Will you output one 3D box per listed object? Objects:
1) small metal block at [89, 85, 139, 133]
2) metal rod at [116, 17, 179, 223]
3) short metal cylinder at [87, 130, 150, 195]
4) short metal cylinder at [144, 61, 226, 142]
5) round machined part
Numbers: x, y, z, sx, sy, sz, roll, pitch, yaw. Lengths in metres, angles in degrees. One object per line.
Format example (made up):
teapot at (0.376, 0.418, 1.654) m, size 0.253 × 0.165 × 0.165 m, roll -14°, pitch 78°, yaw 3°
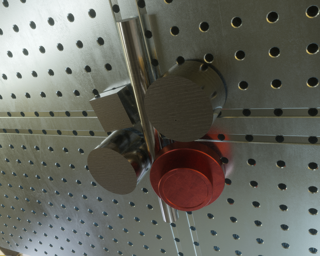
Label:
small metal block at (-0.060, -0.025, 0.422) m, size 0.050 × 0.025 × 0.050 m, roll -12°, pitch 113°, yaw 33°
metal rod at (-0.010, 0.008, 0.416) m, size 0.025 × 0.025 × 0.298 m, roll 3°, pitch 120°, yaw 27°
short metal cylinder at (-0.057, 0.049, 0.450) m, size 0.080 × 0.050 × 0.079 m, roll 13°, pitch 124°, yaw 21°
short metal cylinder at (0.029, -0.031, 0.355) m, size 0.080 × 0.050 × 0.079 m, roll 13°, pitch 124°, yaw 21°
round machined part at (0.035, 0.069, 0.404) m, size 0.099 × 0.042 × 0.097 m, roll 4°, pitch 117°, yaw 8°
